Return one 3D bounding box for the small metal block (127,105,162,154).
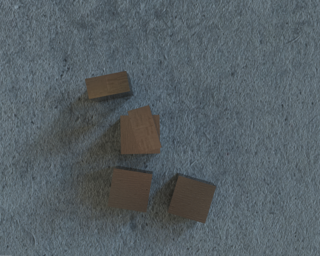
[{"bbox_3d":[-0.017,0.001,0.372,0.025,0.050,0.050,-17,90,0],"label":"small metal block"}]

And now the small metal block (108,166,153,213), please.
[{"bbox_3d":[-0.038,0.080,0.410,0.050,0.025,0.050,9,90,0],"label":"small metal block"}]

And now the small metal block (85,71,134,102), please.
[{"bbox_3d":[-0.063,-0.052,0.397,0.050,0.050,0.025,-11,90,0],"label":"small metal block"}]

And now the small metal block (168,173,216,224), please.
[{"bbox_3d":[0.041,0.092,0.410,0.050,0.025,0.050,17,90,0],"label":"small metal block"}]

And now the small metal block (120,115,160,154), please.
[{"bbox_3d":[-0.025,0.008,0.410,0.050,0.025,0.050,-1,90,0],"label":"small metal block"}]
